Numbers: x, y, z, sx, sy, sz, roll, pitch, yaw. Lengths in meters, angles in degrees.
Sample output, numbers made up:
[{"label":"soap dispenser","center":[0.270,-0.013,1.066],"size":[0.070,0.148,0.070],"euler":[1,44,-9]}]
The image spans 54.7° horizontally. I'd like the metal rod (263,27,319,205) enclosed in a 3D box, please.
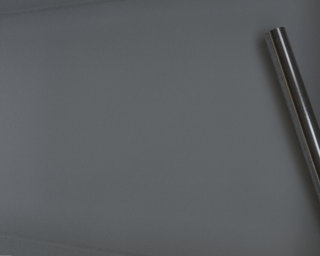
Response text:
[{"label":"metal rod","center":[0.175,0.030,0.348],"size":[0.025,0.025,0.298],"euler":[-18,84,19]}]
